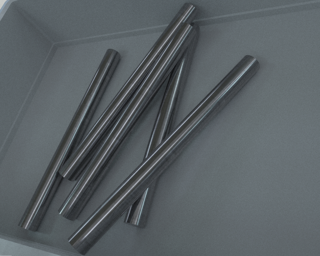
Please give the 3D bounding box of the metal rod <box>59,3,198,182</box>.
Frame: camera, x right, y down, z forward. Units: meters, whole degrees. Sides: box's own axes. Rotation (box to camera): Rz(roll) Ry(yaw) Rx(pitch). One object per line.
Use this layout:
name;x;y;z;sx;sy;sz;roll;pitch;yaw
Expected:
metal rod;-0.043;-0.053;0.443;0.025;0.025;0.300;33;85;38

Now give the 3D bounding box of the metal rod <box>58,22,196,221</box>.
metal rod;-0.040;-0.013;0.415;0.025;0.025;0.300;28;83;37

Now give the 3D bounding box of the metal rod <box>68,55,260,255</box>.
metal rod;0.015;0.021;0.361;0.301;0.025;0.025;-45;51;-13

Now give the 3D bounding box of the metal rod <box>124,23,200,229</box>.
metal rod;0.010;-0.021;0.413;0.025;0.025;0.300;2;63;29

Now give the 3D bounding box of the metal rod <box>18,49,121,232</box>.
metal rod;-0.129;0.005;0.470;0.025;0.025;0.300;8;65;31
